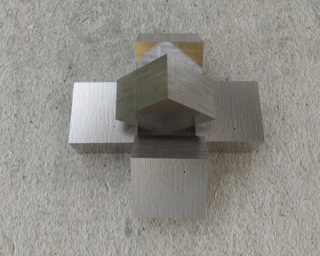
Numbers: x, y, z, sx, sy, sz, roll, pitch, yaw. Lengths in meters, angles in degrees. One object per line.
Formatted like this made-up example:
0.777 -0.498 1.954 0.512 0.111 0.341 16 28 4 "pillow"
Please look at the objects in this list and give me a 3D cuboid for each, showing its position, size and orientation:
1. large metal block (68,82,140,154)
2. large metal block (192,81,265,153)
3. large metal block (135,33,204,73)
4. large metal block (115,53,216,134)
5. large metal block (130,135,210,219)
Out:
-0.067 -0.012 0.399 0.081 0.050 0.080 0 70 -1 "large metal block"
0.082 -0.013 0.399 0.081 0.050 0.080 0 70 -1 "large metal block"
0.011 -0.094 0.408 0.081 0.080 0.050 0 114 0 "large metal block"
0.007 -0.033 0.357 0.080 0.080 0.050 -19 64 40 "large metal block"
0.011 0.055 0.354 0.081 0.079 0.050 1 27 1 "large metal block"
